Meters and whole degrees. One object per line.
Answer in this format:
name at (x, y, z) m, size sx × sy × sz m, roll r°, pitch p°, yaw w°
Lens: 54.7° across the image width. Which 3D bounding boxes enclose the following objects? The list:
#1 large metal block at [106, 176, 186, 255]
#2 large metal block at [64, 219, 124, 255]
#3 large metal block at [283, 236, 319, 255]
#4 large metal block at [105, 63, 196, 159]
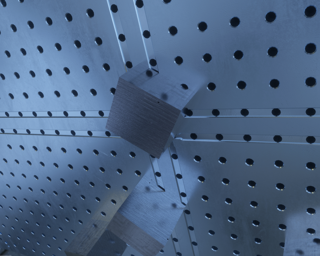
large metal block at (-0.020, 0.134, 0.468) m, size 0.080 × 0.080 × 0.050 m, roll 35°, pitch 129°, yaw 4°
large metal block at (-0.120, 0.231, 0.580) m, size 0.050 × 0.080 × 0.080 m, roll -1°, pitch 118°, yaw 28°
large metal block at (0.216, 0.187, 0.397) m, size 0.080 × 0.050 × 0.080 m, roll -28°, pitch 104°, yaw 37°
large metal block at (-0.013, -0.021, 0.388) m, size 0.080 × 0.050 × 0.079 m, roll 29°, pitch 128°, yaw 9°
